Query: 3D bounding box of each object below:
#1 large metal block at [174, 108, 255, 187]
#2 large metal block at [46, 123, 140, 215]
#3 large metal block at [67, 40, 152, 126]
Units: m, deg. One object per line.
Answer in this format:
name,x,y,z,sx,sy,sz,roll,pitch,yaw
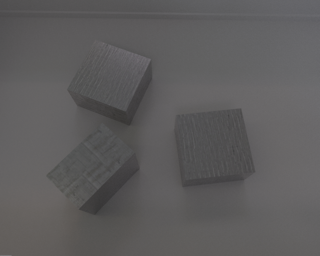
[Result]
large metal block,0.064,0.026,0.387,0.081,0.050,0.080,-6,70,-2
large metal block,-0.072,0.051,0.361,0.050,0.080,0.080,41,75,13
large metal block,-0.064,-0.060,0.418,0.080,0.050,0.080,21,71,7
